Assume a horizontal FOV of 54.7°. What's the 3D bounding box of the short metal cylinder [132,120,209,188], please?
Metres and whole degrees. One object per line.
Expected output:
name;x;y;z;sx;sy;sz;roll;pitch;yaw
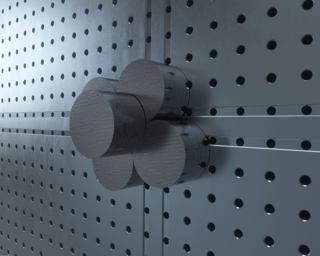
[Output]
short metal cylinder;0.013;0.030;0.380;0.080;0.050;0.079;0;90;39

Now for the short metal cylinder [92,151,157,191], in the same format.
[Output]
short metal cylinder;-0.048;0.043;0.430;0.080;0.050;0.079;0;90;39

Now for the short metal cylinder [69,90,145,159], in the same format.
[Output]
short metal cylinder;-0.065;-0.005;0.377;0.080;0.050;0.079;2;92;39

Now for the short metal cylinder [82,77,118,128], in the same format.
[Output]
short metal cylinder;-0.071;-0.031;0.449;0.080;0.050;0.079;0;90;39

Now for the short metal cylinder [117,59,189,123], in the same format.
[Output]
short metal cylinder;-0.010;-0.045;0.398;0.080;0.050;0.079;0;90;39
